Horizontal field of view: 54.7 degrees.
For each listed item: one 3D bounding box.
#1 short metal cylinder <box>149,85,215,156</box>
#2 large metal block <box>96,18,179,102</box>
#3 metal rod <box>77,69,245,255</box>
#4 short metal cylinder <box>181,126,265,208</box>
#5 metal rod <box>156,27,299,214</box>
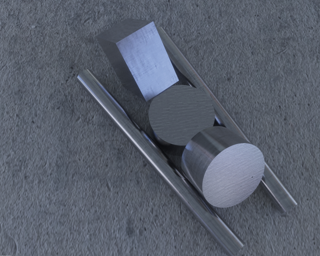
[{"bbox_3d":[0.026,-0.008,0.399,0.081,0.050,0.080,0,70,0],"label":"short metal cylinder"},{"bbox_3d":[-0.030,-0.090,0.396,0.050,0.080,0.080,-35,32,-12],"label":"large metal block"},{"bbox_3d":[-0.009,0.034,0.396,0.025,0.025,0.300,-39,75,-13],"label":"metal rod"},{"bbox_3d":[0.072,0.044,0.358,0.080,0.080,0.050,-30,31,-10],"label":"short metal cylinder"},{"bbox_3d":[0.076,-0.022,0.417,0.025,0.025,0.299,-31,73,-11],"label":"metal rod"}]
